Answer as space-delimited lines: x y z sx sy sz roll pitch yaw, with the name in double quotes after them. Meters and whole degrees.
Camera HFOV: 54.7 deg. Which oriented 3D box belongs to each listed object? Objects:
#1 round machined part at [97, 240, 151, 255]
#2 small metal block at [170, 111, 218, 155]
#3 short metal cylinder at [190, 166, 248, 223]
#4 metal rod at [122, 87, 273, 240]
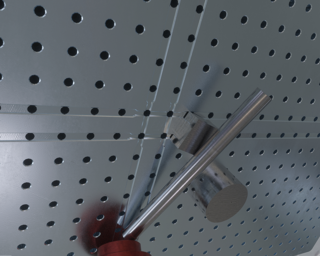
-0.062 0.205 0.479 0.099 0.042 0.097 -7 143 -5 "round machined part"
0.052 0.010 0.446 0.050 0.025 0.050 24 105 -37 "small metal block"
0.098 0.110 0.517 0.081 0.050 0.079 -14 124 -21 "short metal cylinder"
0.043 0.063 0.446 0.025 0.025 0.299 26 112 -37 "metal rod"
